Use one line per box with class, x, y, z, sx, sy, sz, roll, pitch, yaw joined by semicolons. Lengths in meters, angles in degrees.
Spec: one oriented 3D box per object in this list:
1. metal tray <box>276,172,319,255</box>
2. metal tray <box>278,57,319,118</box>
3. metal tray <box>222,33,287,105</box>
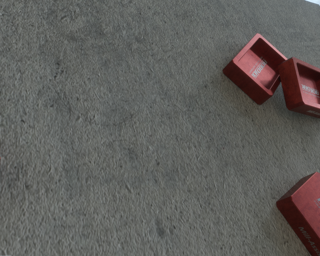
metal tray;0.237;0.139;0.443;0.091;0.030;0.130;-24;75;-37
metal tray;0.274;-0.069;0.566;0.131;0.030;0.090;9;68;-35
metal tray;0.180;-0.111;0.564;0.090;0.030;0.131;43;51;1
